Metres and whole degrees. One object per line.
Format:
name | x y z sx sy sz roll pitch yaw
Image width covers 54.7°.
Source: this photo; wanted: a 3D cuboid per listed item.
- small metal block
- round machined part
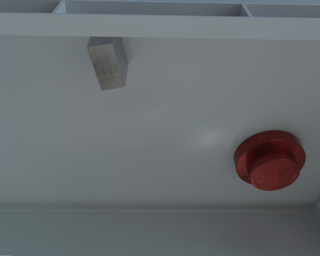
small metal block | -0.053 -0.076 0.328 0.025 0.050 0.050 -8 130 6
round machined part | 0.160 0.054 0.446 0.099 0.042 0.097 -1 130 0
